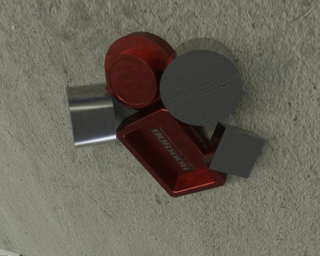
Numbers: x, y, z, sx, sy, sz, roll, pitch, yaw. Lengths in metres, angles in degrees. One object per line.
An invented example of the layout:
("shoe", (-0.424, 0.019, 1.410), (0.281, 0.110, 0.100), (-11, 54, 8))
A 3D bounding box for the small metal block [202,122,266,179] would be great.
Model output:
("small metal block", (0.084, 0.026, 0.357), (0.050, 0.025, 0.050), (16, 105, -14))

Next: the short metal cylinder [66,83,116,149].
("short metal cylinder", (-0.091, -0.016, 0.402), (0.050, 0.080, 0.079), (-9, 124, -17))

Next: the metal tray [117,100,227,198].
("metal tray", (0.016, 0.030, 0.400), (0.090, 0.030, 0.130), (-24, 115, 36))

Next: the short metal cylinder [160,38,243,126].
("short metal cylinder", (0.043, -0.049, 0.326), (0.080, 0.050, 0.079), (3, 119, 6))

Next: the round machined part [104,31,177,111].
("round machined part", (-0.026, -0.062, 0.373), (0.098, 0.042, 0.097), (13, 124, 21))
